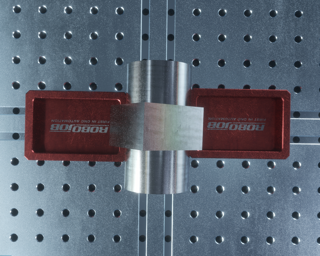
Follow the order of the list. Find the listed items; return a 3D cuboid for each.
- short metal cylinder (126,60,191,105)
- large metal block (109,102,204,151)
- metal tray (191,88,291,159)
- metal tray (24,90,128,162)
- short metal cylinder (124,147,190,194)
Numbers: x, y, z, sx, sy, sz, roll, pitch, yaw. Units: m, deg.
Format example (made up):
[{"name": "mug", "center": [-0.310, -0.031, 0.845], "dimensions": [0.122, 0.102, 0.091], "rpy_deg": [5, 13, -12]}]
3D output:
[{"name": "short metal cylinder", "center": [-0.001, -0.051, 0.385], "dimensions": [0.081, 0.080, 0.050], "rpy_deg": [1, 90, 0]}, {"name": "large metal block", "center": [-0.006, -0.001, 0.371], "dimensions": [0.081, 0.080, 0.050], "rpy_deg": [2, 90, -34]}, {"name": "metal tray", "center": [0.102, -0.005, 0.411], "dimensions": [0.131, 0.030, 0.089], "rpy_deg": [1, 90, 0]}, {"name": "metal tray", "center": [-0.107, -0.003, 0.409], "dimensions": [0.131, 0.030, 0.089], "rpy_deg": [1, 90, 0]}, {"name": "short metal cylinder", "center": [-0.004, 0.049, 0.385], "dimensions": [0.081, 0.080, 0.050], "rpy_deg": [2, 90, 0]}]
